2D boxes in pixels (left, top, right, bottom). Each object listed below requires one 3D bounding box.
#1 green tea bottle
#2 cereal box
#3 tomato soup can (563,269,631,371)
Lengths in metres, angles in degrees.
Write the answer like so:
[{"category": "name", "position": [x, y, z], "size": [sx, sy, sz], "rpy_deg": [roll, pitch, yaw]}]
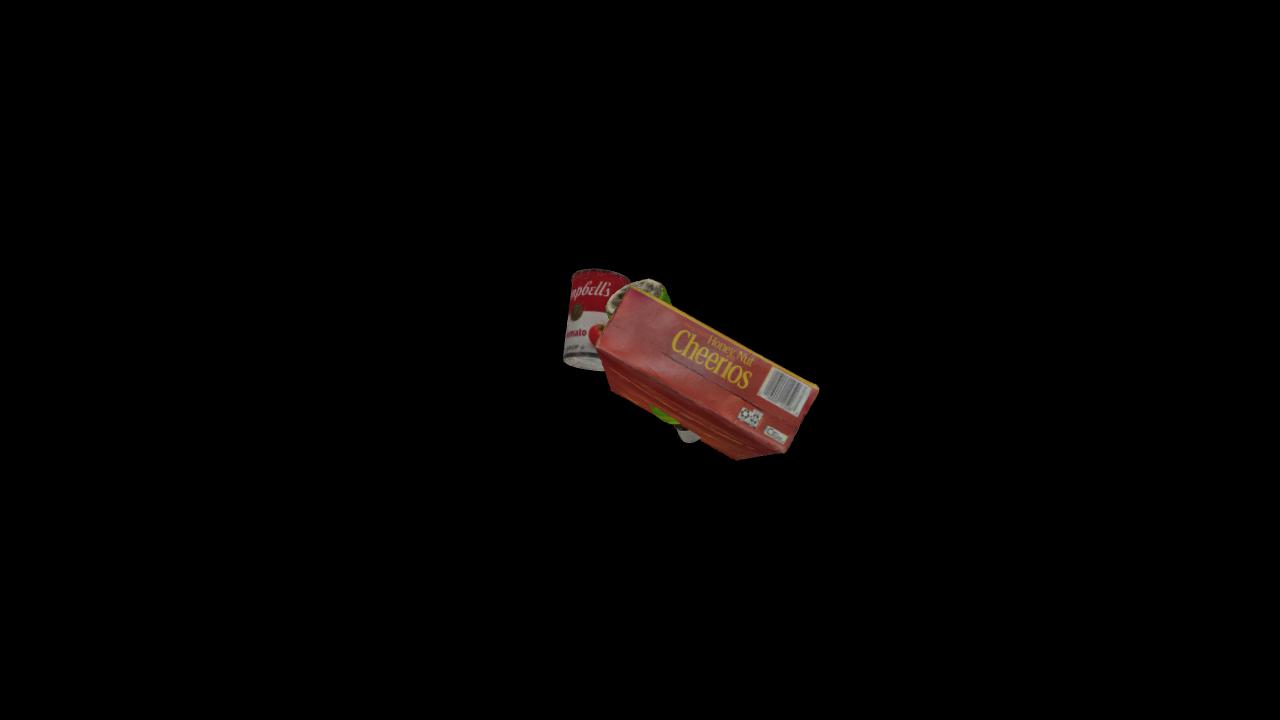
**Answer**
[{"category": "green tea bottle", "position": [0.030, 0.012, 0.707], "size": [0.073, 0.212, 0.073], "rpy_deg": [-18, 32, 12]}, {"category": "cereal box", "position": [0.061, 0.033, 0.704], "size": [0.203, 0.081, 0.306], "rpy_deg": [29, -8, 6]}, {"category": "tomato soup can", "position": [-0.049, -0.043, 0.692], "size": [0.068, 0.101, 0.068], "rpy_deg": [5, -12, 1]}]
